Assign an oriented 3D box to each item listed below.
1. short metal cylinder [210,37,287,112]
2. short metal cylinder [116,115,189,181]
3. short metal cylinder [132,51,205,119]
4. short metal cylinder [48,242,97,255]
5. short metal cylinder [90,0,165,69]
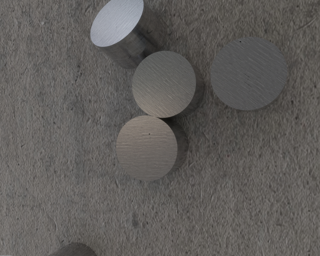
[{"bbox_3d":[0.103,-0.059,0.359,0.080,0.050,0.080,0,90,20],"label":"short metal cylinder"},{"bbox_3d":[-0.009,0.024,0.399,0.080,0.050,0.080,0,90,20],"label":"short metal cylinder"},{"bbox_3d":[0.012,-0.052,0.391,0.080,0.050,0.080,0,90,20],"label":"short metal cylinder"},{"bbox_3d":[-0.131,0.212,0.442,0.080,0.050,0.080,0,90,20],"label":"short metal cylinder"},{"bbox_3d":[-0.041,-0.122,0.394,0.080,0.050,0.080,-15,60,27],"label":"short metal cylinder"}]
